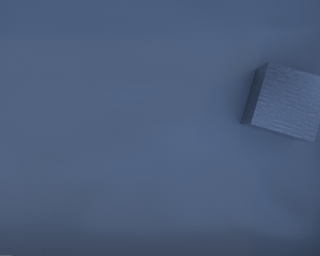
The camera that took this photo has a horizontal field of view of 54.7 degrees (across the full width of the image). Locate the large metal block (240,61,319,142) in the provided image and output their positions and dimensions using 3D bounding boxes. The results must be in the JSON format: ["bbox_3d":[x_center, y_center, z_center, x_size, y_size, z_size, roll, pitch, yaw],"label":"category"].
[{"bbox_3d":[0.160,-0.032,0.401,0.080,0.050,0.080,16,90,-1],"label":"large metal block"}]
